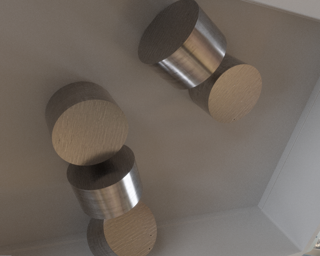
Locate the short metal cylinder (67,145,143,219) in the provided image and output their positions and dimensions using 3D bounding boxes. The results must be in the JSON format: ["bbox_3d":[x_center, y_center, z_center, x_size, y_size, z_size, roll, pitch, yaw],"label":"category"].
[{"bbox_3d":[-0.065,0.062,0.376,0.081,0.080,0.050,-22,127,-15],"label":"short metal cylinder"}]

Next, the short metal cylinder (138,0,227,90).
[{"bbox_3d":[0.023,-0.088,0.331,0.050,0.080,0.080,34,99,-39],"label":"short metal cylinder"}]

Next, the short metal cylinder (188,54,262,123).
[{"bbox_3d":[0.084,-0.053,0.405,0.081,0.050,0.079,-14,124,-21],"label":"short metal cylinder"}]

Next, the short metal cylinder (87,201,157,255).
[{"bbox_3d":[-0.052,0.141,0.423,0.081,0.080,0.050,13,146,-34],"label":"short metal cylinder"}]

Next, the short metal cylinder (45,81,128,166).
[{"bbox_3d":[-0.082,-0.005,0.344,0.081,0.050,0.079,-14,124,-21],"label":"short metal cylinder"}]
